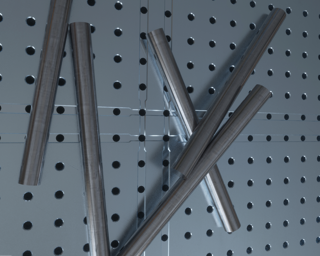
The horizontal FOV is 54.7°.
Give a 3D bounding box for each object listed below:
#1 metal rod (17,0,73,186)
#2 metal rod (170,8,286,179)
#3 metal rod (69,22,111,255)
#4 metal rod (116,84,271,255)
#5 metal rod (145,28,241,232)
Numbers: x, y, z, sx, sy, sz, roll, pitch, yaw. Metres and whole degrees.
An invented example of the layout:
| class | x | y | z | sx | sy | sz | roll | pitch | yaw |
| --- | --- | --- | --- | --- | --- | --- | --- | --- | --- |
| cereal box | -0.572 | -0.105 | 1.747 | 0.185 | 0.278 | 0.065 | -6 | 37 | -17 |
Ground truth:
| class | x | y | z | sx | sy | sz | roll | pitch | yaw |
| --- | --- | --- | --- | --- | --- | --- | --- | --- | --- |
| metal rod | -0.128 | -0.083 | 0.365 | 0.025 | 0.025 | 0.298 | 10 | 87 | -20 |
| metal rod | 0.104 | -0.060 | 0.434 | 0.025 | 0.025 | 0.300 | 40 | 70 | -16 |
| metal rod | -0.085 | 0.023 | 0.381 | 0.025 | 0.025 | 0.298 | -5 | 92 | -20 |
| metal rod | 0.044 | 0.063 | 0.408 | 0.025 | 0.025 | 0.300 | 42 | 85 | -16 |
| metal rod | 0.049 | 0.009 | 0.432 | 0.025 | 0.025 | 0.299 | -26 | 99 | -19 |
